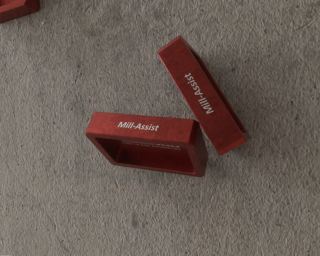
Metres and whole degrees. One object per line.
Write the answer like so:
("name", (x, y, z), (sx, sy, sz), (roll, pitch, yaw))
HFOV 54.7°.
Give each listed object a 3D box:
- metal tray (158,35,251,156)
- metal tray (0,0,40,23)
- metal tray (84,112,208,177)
("metal tray", (0.054, -0.035, 0.355), (0.030, 0.090, 0.130), (-33, 80, 17))
("metal tray", (-0.243, -0.243, 0.492), (0.090, 0.030, 0.129), (-8, 87, 19))
("metal tray", (-0.013, 0.021, 0.377), (0.130, 0.090, 0.030), (5, 60, 20))
